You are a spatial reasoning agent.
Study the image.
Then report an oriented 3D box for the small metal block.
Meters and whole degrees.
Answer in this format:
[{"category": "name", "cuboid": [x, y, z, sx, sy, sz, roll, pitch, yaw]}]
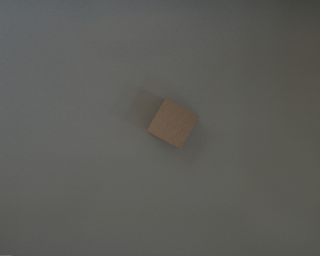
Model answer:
[{"category": "small metal block", "cuboid": [0.017, -0.006, 0.412, 0.050, 0.025, 0.050, 30, 90, -1]}]
